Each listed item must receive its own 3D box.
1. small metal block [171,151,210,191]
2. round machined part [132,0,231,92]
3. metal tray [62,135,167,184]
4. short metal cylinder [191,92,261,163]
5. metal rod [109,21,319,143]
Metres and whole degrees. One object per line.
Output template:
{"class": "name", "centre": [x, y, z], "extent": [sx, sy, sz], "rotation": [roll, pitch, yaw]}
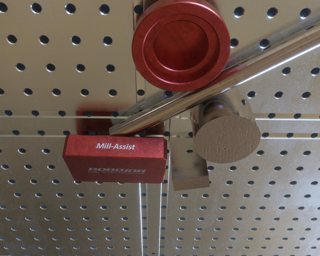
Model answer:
{"class": "small metal block", "centre": [0.043, 0.061, 0.448], "extent": [0.050, 0.050, 0.025], "rotation": [-8, 130, 6]}
{"class": "round machined part", "centre": [0.021, -0.090, 0.325], "extent": [0.099, 0.042, 0.097], "rotation": [-1, 130, 0]}
{"class": "metal tray", "centre": [-0.058, 0.046, 0.428], "extent": [0.131, 0.030, 0.090], "rotation": [2, 149, -3]}
{"class": "short metal cylinder", "centre": [0.082, 0.000, 0.397], "extent": [0.081, 0.050, 0.079], "rotation": [0, 130, 0]}
{"class": "metal rod", "centre": [0.067, -0.051, 0.368], "extent": [0.300, 0.025, 0.025], "rotation": [-25, 126, 19]}
